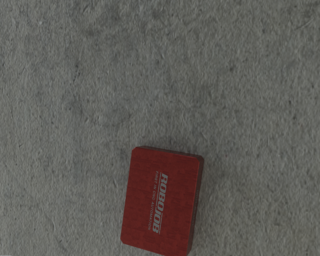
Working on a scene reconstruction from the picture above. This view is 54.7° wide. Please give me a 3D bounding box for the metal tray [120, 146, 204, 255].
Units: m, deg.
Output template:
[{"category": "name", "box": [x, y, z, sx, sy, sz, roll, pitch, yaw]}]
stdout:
[{"category": "metal tray", "box": [0.002, 0.094, 0.405, 0.090, 0.030, 0.129, 9, 93, 19]}]
